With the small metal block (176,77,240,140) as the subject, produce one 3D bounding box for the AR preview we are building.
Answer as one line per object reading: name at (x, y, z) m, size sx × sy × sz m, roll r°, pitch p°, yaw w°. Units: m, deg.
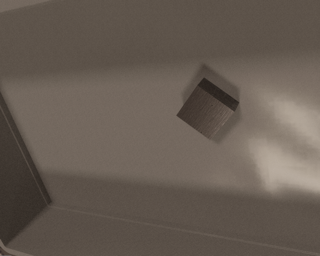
small metal block at (0.056, -0.022, 0.365) m, size 0.050 × 0.025 × 0.050 m, roll 36°, pitch 129°, yaw 3°
